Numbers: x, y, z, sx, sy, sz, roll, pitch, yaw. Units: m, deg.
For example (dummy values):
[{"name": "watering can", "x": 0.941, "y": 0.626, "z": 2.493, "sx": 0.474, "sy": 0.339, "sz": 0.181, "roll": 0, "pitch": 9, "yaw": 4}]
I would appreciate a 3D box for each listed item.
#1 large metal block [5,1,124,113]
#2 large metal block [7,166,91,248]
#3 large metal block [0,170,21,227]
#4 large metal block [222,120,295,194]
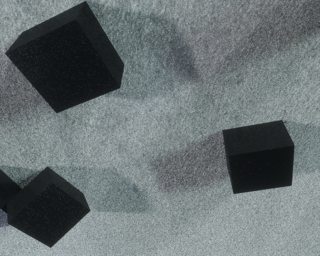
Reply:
[{"name": "large metal block", "x": -0.095, "y": -0.072, "z": 0.328, "sx": 0.080, "sy": 0.050, "sz": 0.080, "roll": -19, "pitch": 128, "yaw": 15}, {"name": "large metal block", "x": -0.168, "y": 0.119, "z": 0.468, "sx": 0.080, "sy": 0.050, "sz": 0.080, "roll": -43, "pitch": 124, "yaw": -5}, {"name": "large metal block", "x": -0.268, "y": 0.112, "z": 0.480, "sx": 0.080, "sy": 0.050, "sz": 0.080, "roll": -16, "pitch": 129, "yaw": 16}, {"name": "large metal block", "x": 0.135, "y": 0.042, "z": 0.428, "sx": 0.080, "sy": 0.050, "sz": 0.080, "roll": -10, "pitch": 130, "yaw": 8}]
